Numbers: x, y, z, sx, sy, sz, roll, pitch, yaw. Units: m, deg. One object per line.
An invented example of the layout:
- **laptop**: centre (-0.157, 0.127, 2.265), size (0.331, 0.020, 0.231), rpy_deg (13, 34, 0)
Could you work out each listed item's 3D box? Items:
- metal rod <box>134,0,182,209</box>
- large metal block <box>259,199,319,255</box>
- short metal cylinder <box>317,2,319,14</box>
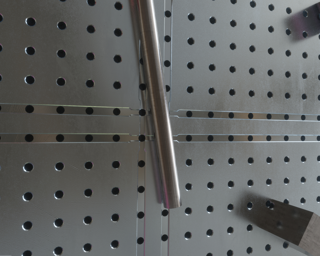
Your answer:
- **metal rod**: centre (-0.003, -0.042, 0.412), size (0.025, 0.025, 0.298), rpy_deg (-9, 93, -20)
- **large metal block**: centre (0.214, 0.157, 0.465), size (0.080, 0.080, 0.050), rpy_deg (34, 79, -17)
- **short metal cylinder**: centre (0.302, -0.196, 0.497), size (0.081, 0.080, 0.050), rpy_deg (-28, 100, -18)
